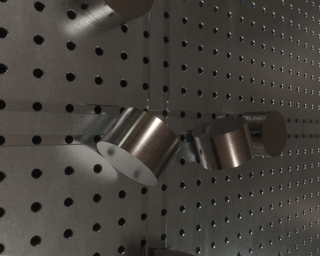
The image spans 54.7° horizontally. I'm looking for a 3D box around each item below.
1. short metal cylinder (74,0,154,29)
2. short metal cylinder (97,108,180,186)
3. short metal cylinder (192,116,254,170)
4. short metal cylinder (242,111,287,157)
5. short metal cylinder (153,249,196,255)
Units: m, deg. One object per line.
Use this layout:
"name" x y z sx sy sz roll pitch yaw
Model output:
"short metal cylinder" -0.052 -0.159 0.350 0.081 0.050 0.079 0 90 -40
"short metal cylinder" -0.024 0.022 0.355 0.080 0.080 0.050 50 61 -29
"short metal cylinder" 0.092 0.020 0.453 0.081 0.080 0.050 -29 109 -37
"short metal cylinder" 0.180 0.010 0.547 0.081 0.050 0.079 0 90 -40
"short metal cylinder" 0.026 0.193 0.398 0.080 0.080 0.050 21 77 -39
